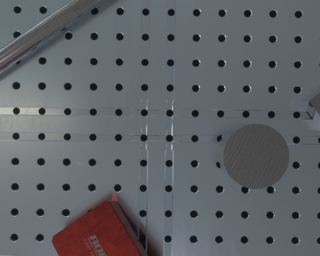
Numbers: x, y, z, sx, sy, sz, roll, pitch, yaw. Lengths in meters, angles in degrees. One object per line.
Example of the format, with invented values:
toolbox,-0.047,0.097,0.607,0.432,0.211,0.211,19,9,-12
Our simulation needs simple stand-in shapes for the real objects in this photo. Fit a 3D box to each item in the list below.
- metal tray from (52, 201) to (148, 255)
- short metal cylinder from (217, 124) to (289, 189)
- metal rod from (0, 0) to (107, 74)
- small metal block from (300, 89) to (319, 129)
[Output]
metal tray,-0.066,0.171,0.392,0.090,0.030,0.130,-34,73,0
short metal cylinder,0.117,0.034,0.402,0.081,0.050,0.080,0,90,0
metal rod,-0.116,-0.155,0.412,0.301,0.025,0.025,-35,90,0
small metal block,0.229,-0.030,0.415,0.050,0.025,0.050,-36,90,0
